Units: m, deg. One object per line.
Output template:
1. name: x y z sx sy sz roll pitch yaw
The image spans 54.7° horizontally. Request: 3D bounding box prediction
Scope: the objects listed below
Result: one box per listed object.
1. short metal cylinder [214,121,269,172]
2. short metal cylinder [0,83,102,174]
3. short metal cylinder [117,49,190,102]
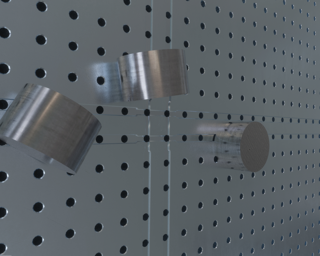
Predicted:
1. short metal cylinder: 0.134 0.029 0.505 0.081 0.050 0.079 0 90 -40
2. short metal cylinder: -0.102 0.003 0.287 0.080 0.080 0.050 38 67 -34
3. short metal cylinder: -0.008 -0.061 0.366 0.081 0.080 0.050 -13 98 -39
